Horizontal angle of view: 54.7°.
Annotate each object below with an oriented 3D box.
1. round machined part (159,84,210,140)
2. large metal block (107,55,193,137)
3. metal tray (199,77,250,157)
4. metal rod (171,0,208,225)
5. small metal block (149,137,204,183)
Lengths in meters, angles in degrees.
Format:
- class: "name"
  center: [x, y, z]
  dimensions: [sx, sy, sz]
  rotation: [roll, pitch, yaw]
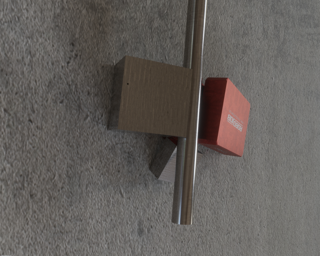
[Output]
- class: "round machined part"
  center: [0.040, -0.025, 0.428]
  dimensions: [0.099, 0.042, 0.097]
  rotation: [0, 90, -40]
- class: "large metal block"
  center: [-0.013, -0.033, 0.365]
  dimensions: [0.081, 0.050, 0.080]
  rotation: [7, 85, -22]
- class: "metal tray"
  center: [0.097, -0.011, 0.455]
  dimensions: [0.130, 0.030, 0.090]
  rotation: [24, 75, -59]
- class: "metal rod"
  center: [0.038, -0.036, 0.383]
  dimensions: [0.025, 0.025, 0.298]
  rotation: [10, 82, -40]
- class: "small metal block"
  center: [0.022, 0.045, 0.412]
  dimensions: [0.050, 0.025, 0.050]
  rotation: [20, 103, -38]
